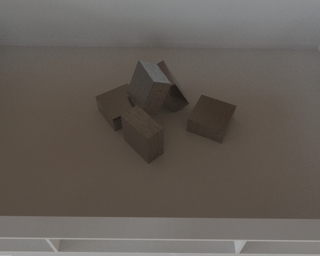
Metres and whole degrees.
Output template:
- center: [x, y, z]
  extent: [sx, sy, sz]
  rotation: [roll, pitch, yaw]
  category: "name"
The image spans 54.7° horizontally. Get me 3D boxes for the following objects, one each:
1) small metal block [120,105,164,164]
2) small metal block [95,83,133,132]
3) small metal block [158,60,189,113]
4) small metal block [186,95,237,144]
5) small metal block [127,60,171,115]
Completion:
- center: [-0.021, 0.008, 0.382]
  extent: [0.025, 0.050, 0.050]
  rotation: [-34, 58, -25]
  category: "small metal block"
- center: [-0.054, -0.029, 0.429]
  extent: [0.050, 0.025, 0.050]
  rotation: [-27, 55, -21]
  category: "small metal block"
- center: [0.012, -0.058, 0.434]
  extent: [0.025, 0.050, 0.050]
  rotation: [-30, 52, 10]
  category: "small metal block"
- center: [0.069, -0.013, 0.417]
  extent: [0.050, 0.025, 0.050]
  rotation: [21, 53, 16]
  category: "small metal block"
- center: [-0.016, -0.052, 0.400]
  extent: [0.025, 0.050, 0.050]
  rotation: [1, 40, -33]
  category: "small metal block"
